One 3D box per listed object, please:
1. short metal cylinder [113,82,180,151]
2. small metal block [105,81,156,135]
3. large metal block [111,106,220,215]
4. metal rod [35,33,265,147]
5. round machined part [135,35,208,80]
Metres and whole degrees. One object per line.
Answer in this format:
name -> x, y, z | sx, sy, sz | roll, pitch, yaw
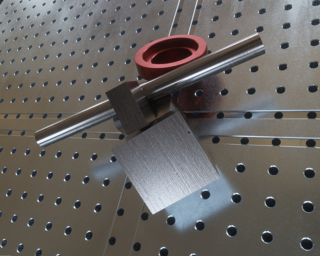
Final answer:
short metal cylinder -> -0.013, -0.014, 0.406 | 0.080, 0.050, 0.080 | -13, 56, 20
small metal block -> -0.030, -0.024, 0.343 | 0.025, 0.050, 0.050 | -26, 95, 12
large metal block -> 0.007, 0.032, 0.338 | 0.080, 0.050, 0.080 | -31, 97, 8
metal rod -> -0.024, -0.040, 0.379 | 0.301, 0.025, 0.025 | -22, 54, 14
round machined part -> 0.018, -0.088, 0.426 | 0.098, 0.042, 0.098 | -9, 37, 7
